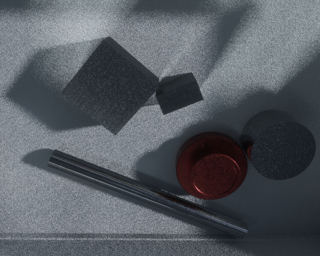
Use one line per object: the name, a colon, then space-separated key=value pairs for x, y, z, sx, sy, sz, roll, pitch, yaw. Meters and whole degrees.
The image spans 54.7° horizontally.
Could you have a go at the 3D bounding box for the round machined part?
round machined part: x=0.072 y=0.058 z=0.425 sx=0.099 sy=0.042 sz=0.097 roll=0 pitch=110 yaw=-1

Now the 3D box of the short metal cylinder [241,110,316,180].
short metal cylinder: x=0.153 y=0.021 z=0.408 sx=0.081 sy=0.050 sz=0.079 roll=0 pitch=110 yaw=-1

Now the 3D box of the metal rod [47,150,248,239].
metal rod: x=-0.011 y=0.098 z=0.447 sx=0.302 sy=0.025 sz=0.025 roll=23 pitch=108 yaw=-9

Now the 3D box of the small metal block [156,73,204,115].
small metal block: x=0.023 y=-0.044 z=0.382 sx=0.050 sy=0.050 sz=0.025 roll=-21 pitch=109 yaw=7

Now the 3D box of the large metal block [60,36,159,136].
large metal block: x=-0.058 y=-0.052 z=0.378 sx=0.080 sy=0.050 sz=0.080 roll=39 pitch=105 yaw=-14
